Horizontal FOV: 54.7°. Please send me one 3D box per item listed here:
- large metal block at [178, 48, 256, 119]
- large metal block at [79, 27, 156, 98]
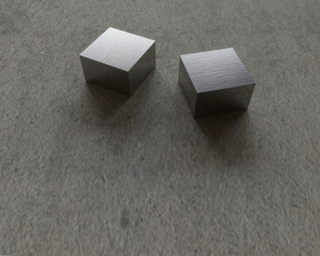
[{"bbox_3d":[0.077,-0.065,0.443,0.081,0.050,0.080,-10,51,-9],"label":"large metal block"},{"bbox_3d":[-0.061,-0.102,0.472,0.080,0.050,0.080,21,53,16],"label":"large metal block"}]
